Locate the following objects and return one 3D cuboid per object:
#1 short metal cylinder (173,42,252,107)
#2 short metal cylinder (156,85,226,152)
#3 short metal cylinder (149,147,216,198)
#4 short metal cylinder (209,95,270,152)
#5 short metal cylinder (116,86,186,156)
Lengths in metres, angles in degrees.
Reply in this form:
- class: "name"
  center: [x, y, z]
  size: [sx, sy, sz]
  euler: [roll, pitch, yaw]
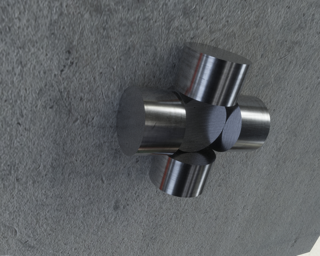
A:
- class: "short metal cylinder"
  center: [0.061, -0.065, 0.366]
  size: [0.081, 0.080, 0.050]
  euler: [1, 118, -30]
- class: "short metal cylinder"
  center: [0.039, -0.015, 0.406]
  size: [0.081, 0.050, 0.079]
  euler: [-14, 125, -21]
- class: "short metal cylinder"
  center: [0.030, 0.049, 0.421]
  size: [0.081, 0.080, 0.050]
  euler: [0, 118, -29]
- class: "short metal cylinder"
  center: [0.102, -0.007, 0.427]
  size: [0.050, 0.080, 0.079]
  euler: [2, 118, -30]
- class: "short metal cylinder"
  center: [-0.013, -0.007, 0.363]
  size: [0.050, 0.080, 0.079]
  euler: [2, 118, -30]
